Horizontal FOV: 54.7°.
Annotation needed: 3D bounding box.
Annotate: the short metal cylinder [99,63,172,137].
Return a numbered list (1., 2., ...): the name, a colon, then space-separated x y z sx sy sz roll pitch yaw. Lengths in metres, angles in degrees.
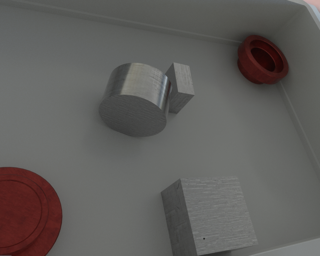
1. short metal cylinder: -0.028 -0.032 0.376 0.080 0.080 0.050 22 54 -16

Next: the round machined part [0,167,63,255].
1. round machined part: -0.137 0.080 0.273 0.099 0.042 0.098 14 56 -21

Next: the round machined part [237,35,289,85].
1. round machined part: 0.183 -0.119 0.569 0.099 0.042 0.098 14 56 -21

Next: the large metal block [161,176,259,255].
1. large metal block: 0.055 0.103 0.358 0.081 0.050 0.080 3 61 -27

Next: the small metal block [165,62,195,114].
1. small metal block: 0.022 -0.055 0.437 0.025 0.050 0.050 8 59 -25
